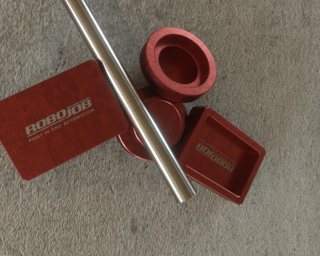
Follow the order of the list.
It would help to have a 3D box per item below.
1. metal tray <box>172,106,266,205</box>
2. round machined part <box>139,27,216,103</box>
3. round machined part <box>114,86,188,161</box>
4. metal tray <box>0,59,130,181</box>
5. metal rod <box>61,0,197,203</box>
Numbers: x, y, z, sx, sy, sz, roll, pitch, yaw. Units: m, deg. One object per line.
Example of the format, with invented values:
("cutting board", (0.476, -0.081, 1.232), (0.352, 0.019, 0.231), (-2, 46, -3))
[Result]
("metal tray", (0.080, 0.039, 0.426), (0.130, 0.030, 0.090), (33, 79, -28))
("round machined part", (0.019, -0.076, 0.397), (0.099, 0.042, 0.098), (11, 64, -23))
("round machined part", (-0.007, -0.006, 0.399), (0.099, 0.042, 0.097), (0, 90, -20))
("metal tray", (-0.113, -0.010, 0.355), (0.131, 0.030, 0.090), (-28, 97, -9))
("metal rod", (-0.044, -0.051, 0.358), (0.025, 0.025, 0.299), (-29, 87, -18))
